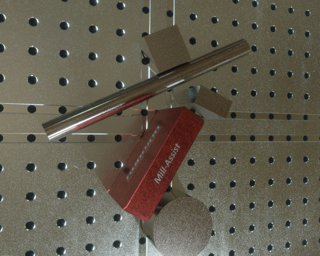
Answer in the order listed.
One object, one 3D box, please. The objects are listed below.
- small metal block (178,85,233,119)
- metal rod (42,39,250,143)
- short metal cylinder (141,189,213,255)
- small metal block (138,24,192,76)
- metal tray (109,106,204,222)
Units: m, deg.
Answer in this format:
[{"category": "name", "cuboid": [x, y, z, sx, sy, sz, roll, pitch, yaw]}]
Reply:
[{"category": "small metal block", "cuboid": [0.061, -0.033, 0.421, 0.050, 0.050, 0.025, 24, 82, -19]}, {"category": "metal rod", "cuboid": [-0.004, -0.057, 0.410, 0.302, 0.025, 0.025, -26, 99, -18]}, {"category": "short metal cylinder", "cuboid": [0.021, 0.125, 0.407, 0.081, 0.050, 0.080, 0, 90, -20]}, {"category": "small metal block", "cuboid": [0.006, -0.103, 0.414, 0.050, 0.025, 0.050, -26, 98, -18]}, {"category": "metal tray", "cuboid": [-0.008, 0.038, 0.375, 0.030, 0.090, 0.130, 34, 79, -17]}]
